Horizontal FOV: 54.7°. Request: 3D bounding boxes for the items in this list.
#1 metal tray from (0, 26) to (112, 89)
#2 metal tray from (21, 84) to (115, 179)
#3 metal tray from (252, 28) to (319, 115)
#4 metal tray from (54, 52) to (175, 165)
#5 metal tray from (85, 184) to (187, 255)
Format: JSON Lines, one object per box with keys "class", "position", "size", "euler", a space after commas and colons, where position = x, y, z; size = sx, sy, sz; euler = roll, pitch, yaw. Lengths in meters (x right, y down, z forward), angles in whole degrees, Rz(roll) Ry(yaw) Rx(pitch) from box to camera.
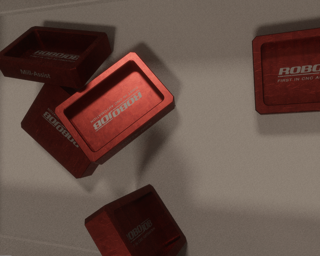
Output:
{"class": "metal tray", "position": [-0.145, -0.101, 0.428], "size": [0.130, 0.090, 0.030], "euler": [11, 139, 19]}
{"class": "metal tray", "position": [-0.132, -0.001, 0.453], "size": [0.130, 0.030, 0.090], "euler": [38, 102, 15]}
{"class": "metal tray", "position": [0.173, -0.063, 0.346], "size": [0.130, 0.030, 0.089], "euler": [-3, 89, 19]}
{"class": "metal tray", "position": [-0.057, -0.026, 0.403], "size": [0.130, 0.030, 0.090], "euler": [-38, 76, -5]}
{"class": "metal tray", "position": [-0.021, 0.121, 0.361], "size": [0.030, 0.130, 0.090], "euler": [-37, 78, 16]}
